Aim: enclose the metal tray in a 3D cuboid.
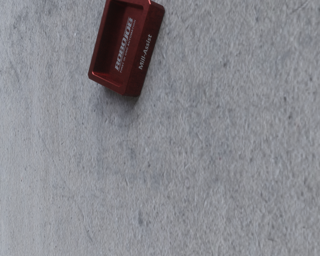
[{"bbox_3d":[-0.052,-0.120,0.445,0.090,0.030,0.129,29,108,36],"label":"metal tray"}]
